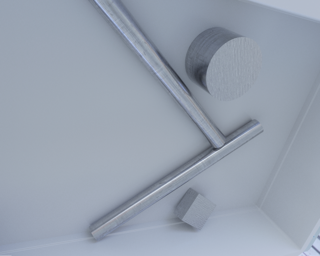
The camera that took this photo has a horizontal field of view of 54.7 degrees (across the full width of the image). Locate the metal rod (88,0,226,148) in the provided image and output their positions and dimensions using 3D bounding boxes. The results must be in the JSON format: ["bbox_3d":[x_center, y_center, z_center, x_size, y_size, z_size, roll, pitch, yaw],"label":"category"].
[{"bbox_3d":[0.008,-0.062,0.375,0.025,0.025,0.300,-43,130,1],"label":"metal rod"}]

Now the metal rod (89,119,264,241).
[{"bbox_3d":[0.030,0.075,0.473,0.301,0.025,0.025,-32,129,-8],"label":"metal rod"}]

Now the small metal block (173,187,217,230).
[{"bbox_3d":[0.059,0.135,0.517,0.050,0.025,0.050,38,84,-33],"label":"small metal block"}]

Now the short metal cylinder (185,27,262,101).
[{"bbox_3d":[0.079,-0.080,0.388,0.081,0.050,0.079,-14,125,-21],"label":"short metal cylinder"}]
